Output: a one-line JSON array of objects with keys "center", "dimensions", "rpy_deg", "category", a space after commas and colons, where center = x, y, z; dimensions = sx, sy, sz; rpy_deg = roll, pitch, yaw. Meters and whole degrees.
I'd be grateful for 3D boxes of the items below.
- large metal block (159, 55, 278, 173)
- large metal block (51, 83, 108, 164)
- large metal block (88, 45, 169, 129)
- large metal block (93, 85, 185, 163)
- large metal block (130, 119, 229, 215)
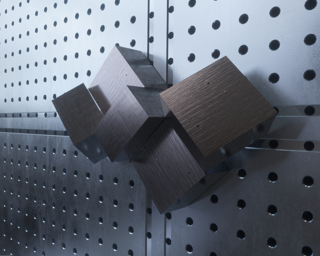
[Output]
[{"center": [0.057, -0.014, 0.319], "dimensions": [0.080, 0.050, 0.080], "rpy_deg": [-31, 65, -7], "category": "large metal block"}, {"center": [-0.103, -0.004, 0.450], "dimensions": [0.050, 0.080, 0.080], "rpy_deg": [-31, 65, -6], "category": "large metal block"}, {"center": [-0.045, -0.054, 0.431], "dimensions": [0.080, 0.050, 0.080], "rpy_deg": [-50, 61, 30], "category": "large metal block"}, {"center": [-0.023, -0.005, 0.393], "dimensions": [0.080, 0.081, 0.050], "rpy_deg": [-50, 62, 28], "category": "large metal block"}, {"center": [0.021, 0.045, 0.376], "dimensions": [0.080, 0.050, 0.080], "rpy_deg": [-48, 60, 29], "category": "large metal block"}]
